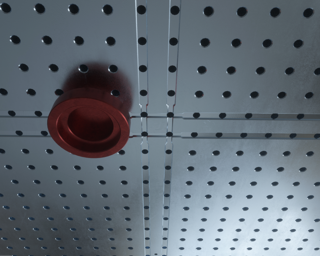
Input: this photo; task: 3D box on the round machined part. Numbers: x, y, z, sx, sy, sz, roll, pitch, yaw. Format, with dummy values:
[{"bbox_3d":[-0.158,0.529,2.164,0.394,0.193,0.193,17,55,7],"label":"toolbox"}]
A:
[{"bbox_3d":[-0.086,-0.010,0.391,0.099,0.042,0.097,0,130,0],"label":"round machined part"}]
